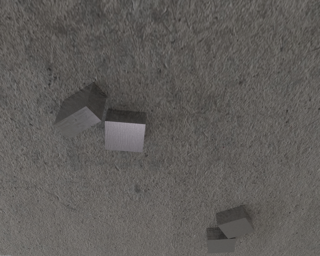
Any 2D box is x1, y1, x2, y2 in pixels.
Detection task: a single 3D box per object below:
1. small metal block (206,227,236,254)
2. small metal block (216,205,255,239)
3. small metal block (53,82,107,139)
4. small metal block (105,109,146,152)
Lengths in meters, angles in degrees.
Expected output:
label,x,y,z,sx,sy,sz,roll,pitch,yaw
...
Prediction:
label,x,y,z,sx,sy,sz,roll,pitch,yaw
small metal block,0.115,0.214,0.591,0.050,0.025,0.050,-5,130,4
small metal block,0.134,0.168,0.552,0.050,0.025,0.050,-23,127,18
small metal block,-0.094,-0.022,0.371,0.050,0.050,0.025,-27,125,21
small metal block,-0.046,0.004,0.410,0.050,0.025,0.050,5,130,-4
